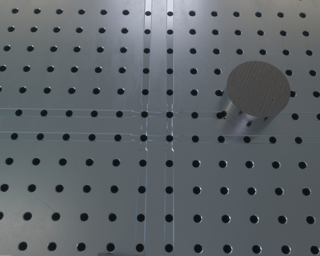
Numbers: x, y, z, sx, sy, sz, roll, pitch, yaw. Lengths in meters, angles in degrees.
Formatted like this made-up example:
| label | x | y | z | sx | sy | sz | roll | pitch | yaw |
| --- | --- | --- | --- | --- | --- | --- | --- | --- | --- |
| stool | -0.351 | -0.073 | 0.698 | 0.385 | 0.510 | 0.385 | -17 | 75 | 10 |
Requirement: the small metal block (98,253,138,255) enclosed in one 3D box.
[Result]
| label | x | y | z | sx | sy | sz | roll | pitch | yaw |
| --- | --- | --- | --- | --- | --- | --- | --- | --- | --- |
| small metal block | -0.047 | 0.170 | 0.349 | 0.050 | 0.025 | 0.050 | 6 | 70 | 2 |

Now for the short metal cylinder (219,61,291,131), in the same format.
| label | x | y | z | sx | sy | sz | roll | pitch | yaw |
| --- | --- | --- | --- | --- | --- | --- | --- | --- | --- |
| short metal cylinder | 0.125 | -0.042 | 0.415 | 0.081 | 0.050 | 0.080 | 0 | 70 | 0 |
